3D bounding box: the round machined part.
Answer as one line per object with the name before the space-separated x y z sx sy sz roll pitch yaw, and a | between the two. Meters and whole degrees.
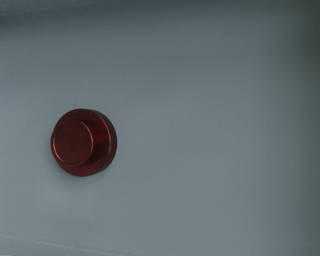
round machined part | -0.114 0.021 0.440 0.098 0.042 0.097 0 90 19
